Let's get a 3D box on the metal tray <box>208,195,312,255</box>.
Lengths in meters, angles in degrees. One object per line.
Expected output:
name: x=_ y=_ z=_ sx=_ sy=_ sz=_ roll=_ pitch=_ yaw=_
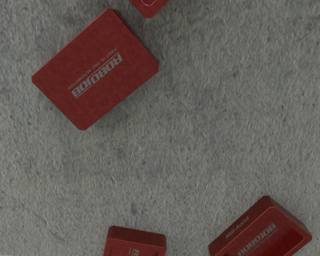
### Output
metal tray: x=0.150 y=0.176 z=0.474 sx=0.090 sy=0.030 sz=0.130 roll=38 pitch=105 yaw=-13

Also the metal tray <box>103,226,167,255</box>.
metal tray: x=-0.048 y=0.222 z=0.488 sx=0.091 sy=0.030 sz=0.129 roll=12 pitch=110 yaw=-5

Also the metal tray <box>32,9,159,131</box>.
metal tray: x=-0.077 y=-0.069 z=0.380 sx=0.130 sy=0.030 sz=0.090 roll=-37 pitch=106 yaw=12

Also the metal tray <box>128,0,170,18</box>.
metal tray: x=-0.025 y=-0.187 z=0.305 sx=0.090 sy=0.030 sz=0.130 roll=-43 pitch=105 yaw=14
